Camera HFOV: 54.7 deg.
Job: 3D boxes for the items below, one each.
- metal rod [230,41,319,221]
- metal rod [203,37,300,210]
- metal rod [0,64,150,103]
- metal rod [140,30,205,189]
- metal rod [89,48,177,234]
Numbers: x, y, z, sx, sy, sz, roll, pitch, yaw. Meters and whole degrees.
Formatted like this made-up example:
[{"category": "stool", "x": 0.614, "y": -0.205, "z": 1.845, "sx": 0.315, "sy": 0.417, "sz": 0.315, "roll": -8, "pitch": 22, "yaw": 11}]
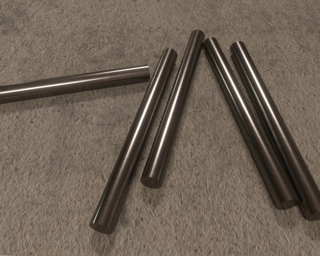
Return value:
[{"category": "metal rod", "x": 0.148, "y": -0.021, "z": 0.422, "sx": 0.025, "sy": 0.025, "sz": 0.300, "roll": -5, "pitch": 50, "yaw": -5}, {"category": "metal rod", "x": 0.112, "y": -0.030, "z": 0.429, "sx": 0.025, "sy": 0.025, "sz": 0.300, "roll": -8, "pitch": 51, "yaw": -7}, {"category": "metal rod", "x": -0.165, "y": -0.059, "z": 0.450, "sx": 0.302, "sy": 0.025, "sz": 0.025, "roll": -10, "pitch": 51, "yaw": -9}, {"category": "metal rod", "x": 0.028, "y": -0.049, "z": 0.444, "sx": 0.025, "sy": 0.025, "sz": 0.300, "roll": 12, "pitch": 51, "yaw": 9}, {"category": "metal rod", "x": -0.022, "y": -0.008, "z": 0.409, "sx": 0.025, "sy": 0.025, "sz": 0.300, "roll": 12, "pitch": 51, "yaw": 9}]
